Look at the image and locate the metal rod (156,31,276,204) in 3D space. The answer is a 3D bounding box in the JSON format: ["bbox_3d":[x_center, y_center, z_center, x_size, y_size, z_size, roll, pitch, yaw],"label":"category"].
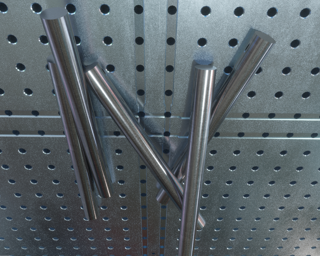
[{"bbox_3d":[0.059,0.009,0.420,0.025,0.025,0.298,16,128,-14],"label":"metal rod"}]

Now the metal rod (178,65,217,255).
[{"bbox_3d":[0.046,0.065,0.419,0.025,0.025,0.298,2,116,-2],"label":"metal rod"}]

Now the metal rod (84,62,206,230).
[{"bbox_3d":[-0.010,0.042,0.424,0.025,0.025,0.299,-23,120,18],"label":"metal rod"}]

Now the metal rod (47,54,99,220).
[{"bbox_3d":[-0.115,0.036,0.440,0.025,0.025,0.298,0,130,-1],"label":"metal rod"}]

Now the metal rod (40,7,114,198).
[{"bbox_3d":[-0.092,-0.002,0.390,0.025,0.025,0.298,-2,136,1],"label":"metal rod"}]
